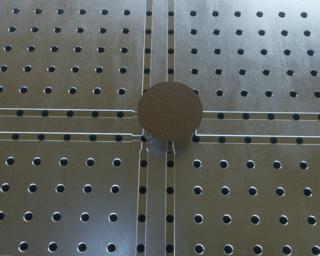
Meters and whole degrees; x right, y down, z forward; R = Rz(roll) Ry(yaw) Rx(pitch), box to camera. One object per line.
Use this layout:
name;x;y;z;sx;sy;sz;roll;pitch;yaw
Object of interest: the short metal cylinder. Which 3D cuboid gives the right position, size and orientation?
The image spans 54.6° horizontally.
short metal cylinder;0.012;-0.014;0.404;0.080;0.050;0.080;0;70;0
